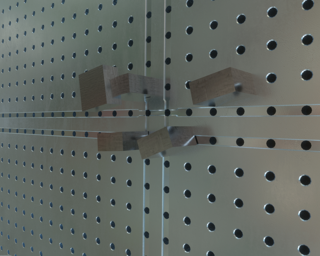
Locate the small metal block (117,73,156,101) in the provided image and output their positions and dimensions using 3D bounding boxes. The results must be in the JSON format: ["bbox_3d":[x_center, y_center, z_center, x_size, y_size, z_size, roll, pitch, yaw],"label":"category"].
[{"bbox_3d":[-0.042,-0.055,0.426,0.050,0.050,0.025,-7,85,39],"label":"small metal block"}]

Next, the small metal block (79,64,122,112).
[{"bbox_3d":[-0.079,-0.051,0.407,0.050,0.025,0.050,-12,82,39],"label":"small metal block"}]

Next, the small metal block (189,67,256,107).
[{"bbox_3d":[0.068,-0.042,0.336,0.050,0.050,0.025,-16,80,38],"label":"small metal block"}]

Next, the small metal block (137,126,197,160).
[{"bbox_3d":[0.009,0.018,0.384,0.050,0.050,0.025,-25,74,37],"label":"small metal block"}]

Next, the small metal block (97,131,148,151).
[{"bbox_3d":[-0.051,0.018,0.433,0.050,0.050,0.025,-4,88,39],"label":"small metal block"}]
